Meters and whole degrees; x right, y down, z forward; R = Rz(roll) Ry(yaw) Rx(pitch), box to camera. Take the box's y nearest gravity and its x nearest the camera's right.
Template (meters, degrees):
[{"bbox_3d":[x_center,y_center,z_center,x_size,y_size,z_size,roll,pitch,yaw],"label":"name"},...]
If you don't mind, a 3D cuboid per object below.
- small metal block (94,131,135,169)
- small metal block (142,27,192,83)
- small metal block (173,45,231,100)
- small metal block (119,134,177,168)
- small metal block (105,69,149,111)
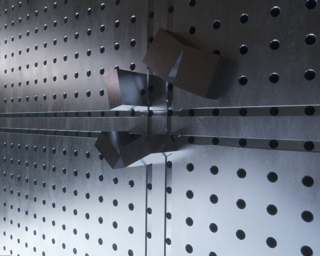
[{"bbox_3d":[-0.056,0.030,0.441,0.050,0.050,0.025,45,117,30],"label":"small metal block"},{"bbox_3d":[0.011,-0.093,0.401,0.050,0.025,0.050,45,117,31],"label":"small metal block"},{"bbox_3d":[0.049,-0.066,0.370,0.050,0.025,0.050,28,107,36],"label":"small metal block"},{"bbox_3d":[-0.016,0.030,0.407,0.050,0.050,0.025,-31,71,36],"label":"small metal block"},{"bbox_3d":[-0.046,-0.052,0.432,0.025,0.050,0.050,-17,80,39],"label":"small metal block"}]
